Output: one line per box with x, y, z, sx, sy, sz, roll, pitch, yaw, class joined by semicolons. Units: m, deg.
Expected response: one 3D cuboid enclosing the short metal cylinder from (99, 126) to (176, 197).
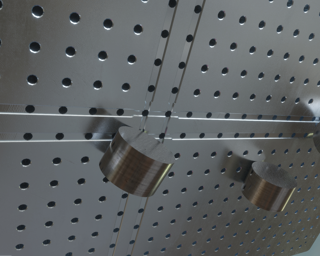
-0.028;0.041;0.387;0.080;0.080;0.050;21;107;-36;short metal cylinder

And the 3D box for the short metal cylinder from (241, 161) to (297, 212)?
0.191;0.102;0.546;0.081;0.080;0.050;3;117;-30;short metal cylinder

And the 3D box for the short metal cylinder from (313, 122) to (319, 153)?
0.337;0.018;0.575;0.050;0.080;0.079;-10;123;-24;short metal cylinder
